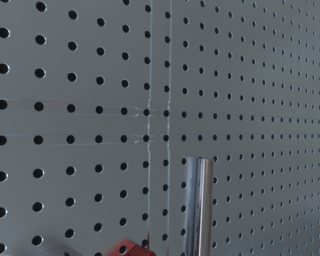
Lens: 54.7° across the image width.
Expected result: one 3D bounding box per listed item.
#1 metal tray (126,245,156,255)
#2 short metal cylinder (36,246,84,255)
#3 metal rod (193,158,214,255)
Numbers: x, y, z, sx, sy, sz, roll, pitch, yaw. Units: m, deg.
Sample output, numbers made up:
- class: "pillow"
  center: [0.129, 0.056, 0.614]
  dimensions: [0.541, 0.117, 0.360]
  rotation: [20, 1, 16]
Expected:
- class: "metal tray"
  center: [-0.024, 0.227, 0.386]
  dimensions: [0.091, 0.030, 0.129]
  rotation: [-35, 112, -34]
- class: "short metal cylinder"
  center: [-0.098, 0.167, 0.311]
  dimensions: [0.081, 0.050, 0.079]
  rotation: [0, 90, -40]
- class: "metal rod"
  center: [0.061, 0.195, 0.461]
  dimensions: [0.025, 0.025, 0.298]
  rotation: [5, 87, -40]
